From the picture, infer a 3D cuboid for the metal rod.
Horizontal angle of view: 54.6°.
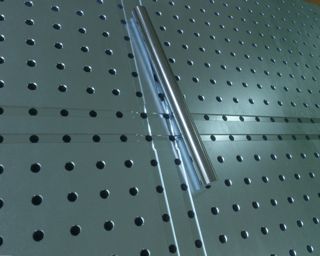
[{"bbox_3d":[0.015,-0.059,0.451,0.025,0.025,0.299,-7,65,-31],"label":"metal rod"}]
